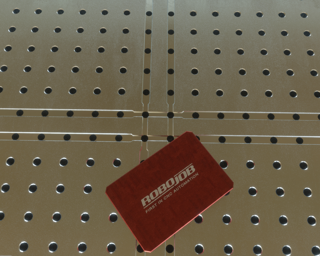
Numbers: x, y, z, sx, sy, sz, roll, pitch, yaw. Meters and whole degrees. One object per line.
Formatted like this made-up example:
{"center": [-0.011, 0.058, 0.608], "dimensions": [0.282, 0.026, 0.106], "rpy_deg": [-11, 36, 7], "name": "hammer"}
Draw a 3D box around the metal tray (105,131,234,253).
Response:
{"center": [0.012, 0.076, 0.382], "dimensions": [0.131, 0.030, 0.090], "rpy_deg": [-34, 74, -12], "name": "metal tray"}
